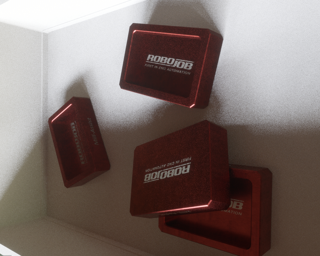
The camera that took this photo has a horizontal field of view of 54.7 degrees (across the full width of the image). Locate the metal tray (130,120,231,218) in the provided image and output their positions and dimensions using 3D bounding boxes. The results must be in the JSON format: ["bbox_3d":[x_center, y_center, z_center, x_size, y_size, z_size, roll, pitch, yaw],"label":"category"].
[{"bbox_3d":[0.018,0.053,0.358,0.130,0.030,0.090,-23,56,44],"label":"metal tray"}]

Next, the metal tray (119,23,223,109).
[{"bbox_3d":[0.008,-0.082,0.396,0.130,0.030,0.089,19,102,38],"label":"metal tray"}]

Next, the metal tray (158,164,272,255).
[{"bbox_3d":[0.058,0.085,0.355,0.130,0.030,0.089,2,91,40],"label":"metal tray"}]

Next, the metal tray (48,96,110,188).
[{"bbox_3d":[-0.138,0.024,0.517,0.090,0.030,0.130,-31,71,35],"label":"metal tray"}]
